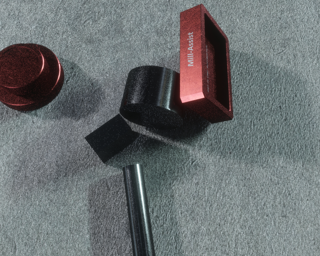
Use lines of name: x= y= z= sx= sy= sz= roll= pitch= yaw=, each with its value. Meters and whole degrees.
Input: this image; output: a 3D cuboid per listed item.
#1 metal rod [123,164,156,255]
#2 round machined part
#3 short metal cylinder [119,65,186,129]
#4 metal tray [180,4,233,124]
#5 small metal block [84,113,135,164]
metal rod: x=-0.011 y=0.188 z=0.339 sx=0.025 sy=0.025 sz=0.299 roll=-9 pitch=70 yaw=-3
round machined part: x=-0.187 y=-0.076 z=0.426 sx=0.099 sy=0.042 sz=0.098 roll=0 pitch=70 yaw=0
short metal cylinder: x=-0.006 y=-0.036 z=0.392 sx=0.080 sy=0.080 sz=0.050 roll=10 pitch=71 yaw=3
metal tray: x=0.061 y=-0.080 z=0.402 sx=0.030 sy=0.090 sz=0.130 roll=-12 pitch=66 yaw=32
small metal block: x=-0.061 y=0.014 z=0.389 sx=0.050 sy=0.050 sz=0.025 roll=-37 pitch=74 yaw=-12
